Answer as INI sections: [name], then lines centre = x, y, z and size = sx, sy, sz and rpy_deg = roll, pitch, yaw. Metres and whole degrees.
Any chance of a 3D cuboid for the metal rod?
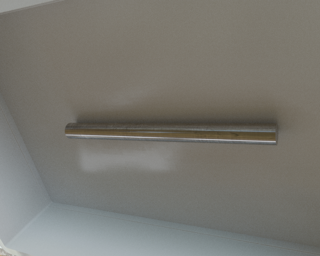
[metal rod]
centre = -0.004, 0.006, 0.410
size = 0.301, 0.025, 0.025
rpy_deg = 1, 119, 27
